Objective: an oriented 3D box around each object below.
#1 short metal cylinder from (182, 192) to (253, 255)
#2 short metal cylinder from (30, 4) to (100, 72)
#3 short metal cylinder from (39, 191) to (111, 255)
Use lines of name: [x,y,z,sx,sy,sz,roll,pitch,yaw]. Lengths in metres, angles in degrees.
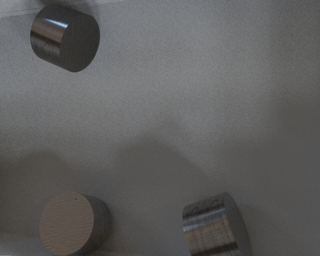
short metal cylinder: [0.067,0.120,0.358,0.050,0.080,0.080,-24,82,18]
short metal cylinder: [-0.128,-0.123,0.427,0.050,0.080,0.080,25,98,18]
short metal cylinder: [-0.115,0.131,0.425,0.080,0.050,0.080,-6,69,16]
